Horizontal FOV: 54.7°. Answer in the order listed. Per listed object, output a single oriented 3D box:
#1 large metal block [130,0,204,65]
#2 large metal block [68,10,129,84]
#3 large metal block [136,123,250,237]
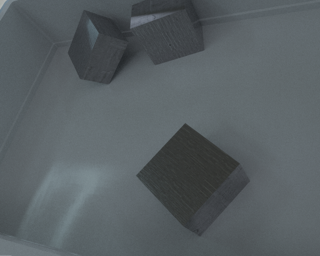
[{"bbox_3d":[0.013,-0.146,0.454,0.080,0.080,0.050,-13,57,21],"label":"large metal block"},{"bbox_3d":[-0.103,-0.130,0.501,0.080,0.050,0.080,-58,45,29],"label":"large metal block"},{"bbox_3d":[0.036,0.055,0.337,0.080,0.050,0.080,-47,51,-5],"label":"large metal block"}]
